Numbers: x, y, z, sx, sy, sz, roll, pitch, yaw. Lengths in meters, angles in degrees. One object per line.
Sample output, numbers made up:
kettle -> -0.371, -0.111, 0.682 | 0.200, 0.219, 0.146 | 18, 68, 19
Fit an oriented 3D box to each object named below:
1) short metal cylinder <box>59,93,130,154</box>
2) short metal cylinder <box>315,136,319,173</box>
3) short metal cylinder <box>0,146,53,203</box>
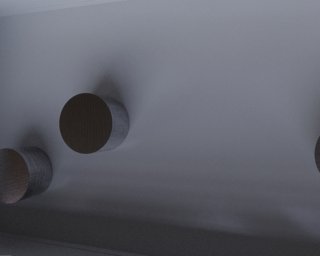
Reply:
short metal cylinder -> -0.089, -0.006, 0.427 | 0.080, 0.050, 0.079 | 0, 90, 19
short metal cylinder -> 0.205, 0.027, 0.317 | 0.080, 0.050, 0.079 | 0, 89, 31
short metal cylinder -> -0.213, 0.069, 0.470 | 0.080, 0.050, 0.079 | 0, 90, 19
